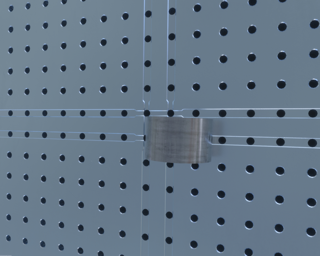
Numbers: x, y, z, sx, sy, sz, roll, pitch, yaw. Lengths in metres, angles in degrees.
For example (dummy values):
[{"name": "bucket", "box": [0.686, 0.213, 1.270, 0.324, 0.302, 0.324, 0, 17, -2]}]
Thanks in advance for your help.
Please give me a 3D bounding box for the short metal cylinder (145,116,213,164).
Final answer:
[{"name": "short metal cylinder", "box": [0.023, 0.013, 0.376, 0.080, 0.080, 0.050, 3, 91, 20]}]
